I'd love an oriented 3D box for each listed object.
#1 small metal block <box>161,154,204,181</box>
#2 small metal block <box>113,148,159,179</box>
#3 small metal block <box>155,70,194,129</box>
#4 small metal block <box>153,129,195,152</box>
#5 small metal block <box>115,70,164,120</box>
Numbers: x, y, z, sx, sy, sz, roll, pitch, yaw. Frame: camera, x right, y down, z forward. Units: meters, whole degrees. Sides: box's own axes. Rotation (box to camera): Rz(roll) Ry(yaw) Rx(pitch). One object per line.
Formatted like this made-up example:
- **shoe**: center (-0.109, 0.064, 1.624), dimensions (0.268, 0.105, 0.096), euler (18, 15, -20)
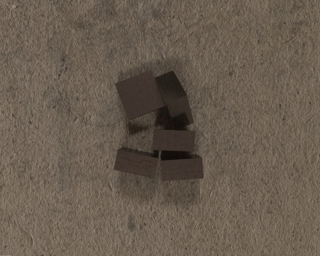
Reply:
- **small metal block**: center (0.027, 0.050, 0.398), dimensions (0.050, 0.050, 0.025), euler (-4, 90, -1)
- **small metal block**: center (-0.029, 0.043, 0.397), dimensions (0.050, 0.050, 0.025), euler (12, 90, -1)
- **small metal block**: center (0.018, -0.035, 0.387), dimensions (0.025, 0.050, 0.050), euler (-22, 48, -1)
- **small metal block**: center (0.017, 0.015, 0.398), dimensions (0.050, 0.050, 0.025), euler (3, 90, -1)
- **small metal block**: center (-0.026, -0.043, 0.410), dimensions (0.050, 0.025, 0.050), euler (-21, 90, 0)
